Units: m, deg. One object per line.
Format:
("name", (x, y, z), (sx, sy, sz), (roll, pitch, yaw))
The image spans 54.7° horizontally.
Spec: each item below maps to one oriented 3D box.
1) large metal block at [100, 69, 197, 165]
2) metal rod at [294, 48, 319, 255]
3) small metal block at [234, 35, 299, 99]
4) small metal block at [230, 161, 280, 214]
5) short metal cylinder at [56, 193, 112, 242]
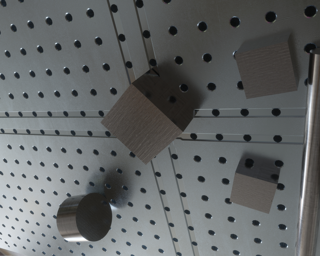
("large metal block", (-0.015, -0.013, 0.393), (0.080, 0.050, 0.080), (44, 129, -3))
("metal rod", (0.175, 0.059, 0.355), (0.025, 0.025, 0.298), (5, 121, 25))
("small metal block", (0.109, -0.061, 0.315), (0.050, 0.025, 0.050), (-8, 115, 31))
("small metal block", (0.120, 0.075, 0.394), (0.050, 0.025, 0.050), (14, 124, 20))
("short metal cylinder", (-0.130, 0.156, 0.538), (0.050, 0.080, 0.080), (-16, 110, 34))
